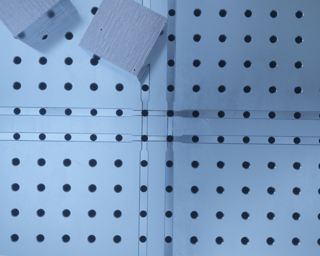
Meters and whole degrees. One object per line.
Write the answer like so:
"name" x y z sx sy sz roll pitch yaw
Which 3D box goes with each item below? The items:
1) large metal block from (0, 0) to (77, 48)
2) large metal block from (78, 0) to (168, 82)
"large metal block" -0.170 -0.166 0.400 0.080 0.050 0.080 -40 90 0
"large metal block" -0.045 -0.117 0.401 0.080 0.050 0.080 28 90 0
